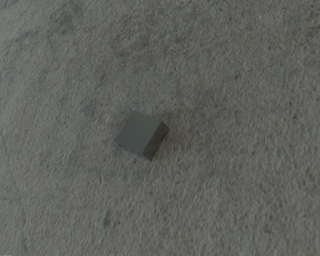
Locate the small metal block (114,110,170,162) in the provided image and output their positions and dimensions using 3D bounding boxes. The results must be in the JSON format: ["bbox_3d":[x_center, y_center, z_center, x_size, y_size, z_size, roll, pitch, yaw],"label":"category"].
[{"bbox_3d":[-0.024,0.010,0.409,0.050,0.025,0.050,21,72,35],"label":"small metal block"}]
